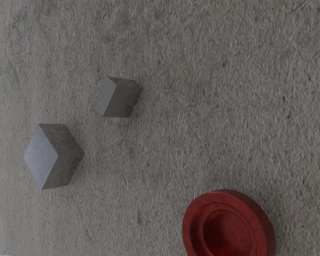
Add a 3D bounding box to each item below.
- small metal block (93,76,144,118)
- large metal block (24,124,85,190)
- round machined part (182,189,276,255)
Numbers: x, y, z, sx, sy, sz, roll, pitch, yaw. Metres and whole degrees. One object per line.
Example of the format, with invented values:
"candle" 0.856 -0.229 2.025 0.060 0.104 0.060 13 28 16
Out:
"small metal block" -0.059 -0.043 0.437 0.025 0.050 0.050 43 116 31
"large metal block" -0.187 0.048 0.543 0.080 0.050 0.080 48 118 29
"round machined part" 0.076 0.114 0.332 0.098 0.042 0.097 0 90 40
